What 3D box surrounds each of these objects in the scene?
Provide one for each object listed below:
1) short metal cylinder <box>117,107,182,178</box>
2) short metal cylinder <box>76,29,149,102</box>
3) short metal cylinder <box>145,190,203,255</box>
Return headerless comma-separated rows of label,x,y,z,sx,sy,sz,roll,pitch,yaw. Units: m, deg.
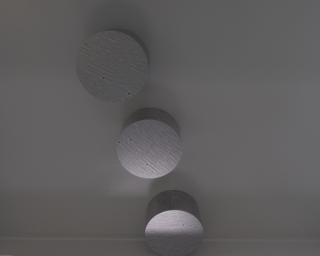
short metal cylinder,-0.013,0.018,0.404,0.081,0.050,0.079,0,110,0
short metal cylinder,-0.054,-0.076,0.369,0.081,0.050,0.079,0,110,0
short metal cylinder,0.020,0.138,0.449,0.081,0.050,0.079,0,110,0
